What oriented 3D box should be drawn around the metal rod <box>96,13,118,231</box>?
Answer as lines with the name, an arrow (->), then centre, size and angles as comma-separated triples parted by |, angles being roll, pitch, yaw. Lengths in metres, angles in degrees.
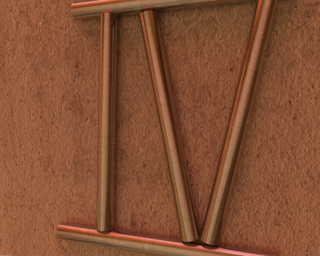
metal rod -> -0.074, -0.008, 0.434 | 0.025, 0.025, 0.298 | 1, 90, 19

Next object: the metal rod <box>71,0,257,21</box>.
metal rod -> 0.020, -0.167, 0.402 | 0.301, 0.025, 0.025 | 1, 91, 19

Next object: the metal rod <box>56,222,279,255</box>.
metal rod -> -0.004, 0.155, 0.410 | 0.301, 0.025, 0.025 | 1, 91, 19

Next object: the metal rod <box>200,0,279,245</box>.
metal rod -> 0.095, -0.005, 0.376 | 0.025, 0.025, 0.298 | 14, 94, 19

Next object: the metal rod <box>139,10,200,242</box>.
metal rod -> 0.012, -0.006, 0.404 | 0.025, 0.025, 0.298 | -12, 86, 19
